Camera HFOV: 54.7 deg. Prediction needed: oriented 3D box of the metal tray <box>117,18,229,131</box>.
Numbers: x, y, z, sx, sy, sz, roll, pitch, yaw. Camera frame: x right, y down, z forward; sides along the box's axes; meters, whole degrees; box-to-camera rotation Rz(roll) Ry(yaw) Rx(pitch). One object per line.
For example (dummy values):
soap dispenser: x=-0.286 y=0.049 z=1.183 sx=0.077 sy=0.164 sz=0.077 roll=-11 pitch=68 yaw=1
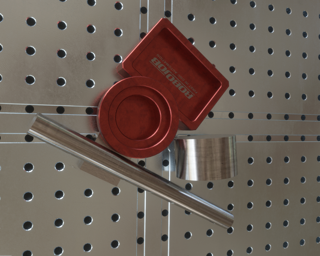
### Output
metal tray: x=0.020 y=-0.069 z=0.418 sx=0.130 sy=0.030 sz=0.090 roll=42 pitch=76 yaw=-15

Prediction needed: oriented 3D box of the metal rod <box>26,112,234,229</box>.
metal rod: x=-0.017 y=0.065 z=0.386 sx=0.301 sy=0.025 sz=0.025 roll=32 pitch=80 yaw=-26

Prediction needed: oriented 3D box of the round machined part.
round machined part: x=-0.029 y=-0.013 z=0.385 sx=0.099 sy=0.042 sz=0.097 roll=0 pitch=90 yaw=-18

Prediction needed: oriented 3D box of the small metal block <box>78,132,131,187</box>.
small metal block: x=-0.067 y=0.038 z=0.389 sx=0.050 sy=0.025 sz=0.050 roll=30 pitch=80 yaw=-18

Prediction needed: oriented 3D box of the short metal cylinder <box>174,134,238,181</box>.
short metal cylinder: x=0.059 y=0.036 z=0.405 sx=0.081 sy=0.080 sz=0.050 roll=-4 pitch=92 yaw=-20
